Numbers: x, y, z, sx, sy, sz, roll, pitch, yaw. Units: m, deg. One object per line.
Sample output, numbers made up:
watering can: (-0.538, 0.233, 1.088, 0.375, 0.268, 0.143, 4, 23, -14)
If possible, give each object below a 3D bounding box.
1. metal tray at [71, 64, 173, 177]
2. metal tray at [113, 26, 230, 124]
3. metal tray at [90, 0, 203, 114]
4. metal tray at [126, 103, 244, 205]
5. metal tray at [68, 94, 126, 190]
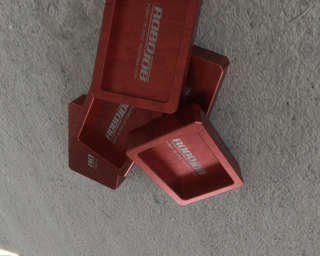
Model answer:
metal tray: (-0.052, -0.007, 0.388, 0.090, 0.030, 0.129, 36, 129, 4)
metal tray: (0.004, -0.060, 0.365, 0.130, 0.030, 0.089, 24, 127, 13)
metal tray: (-0.013, -0.086, 0.313, 0.090, 0.030, 0.129, 12, 96, 9)
metal tray: (0.033, 0.038, 0.366, 0.090, 0.030, 0.130, -24, 131, 19)
metal tray: (-0.091, 0.024, 0.465, 0.090, 0.030, 0.129, 22, 127, 14)
